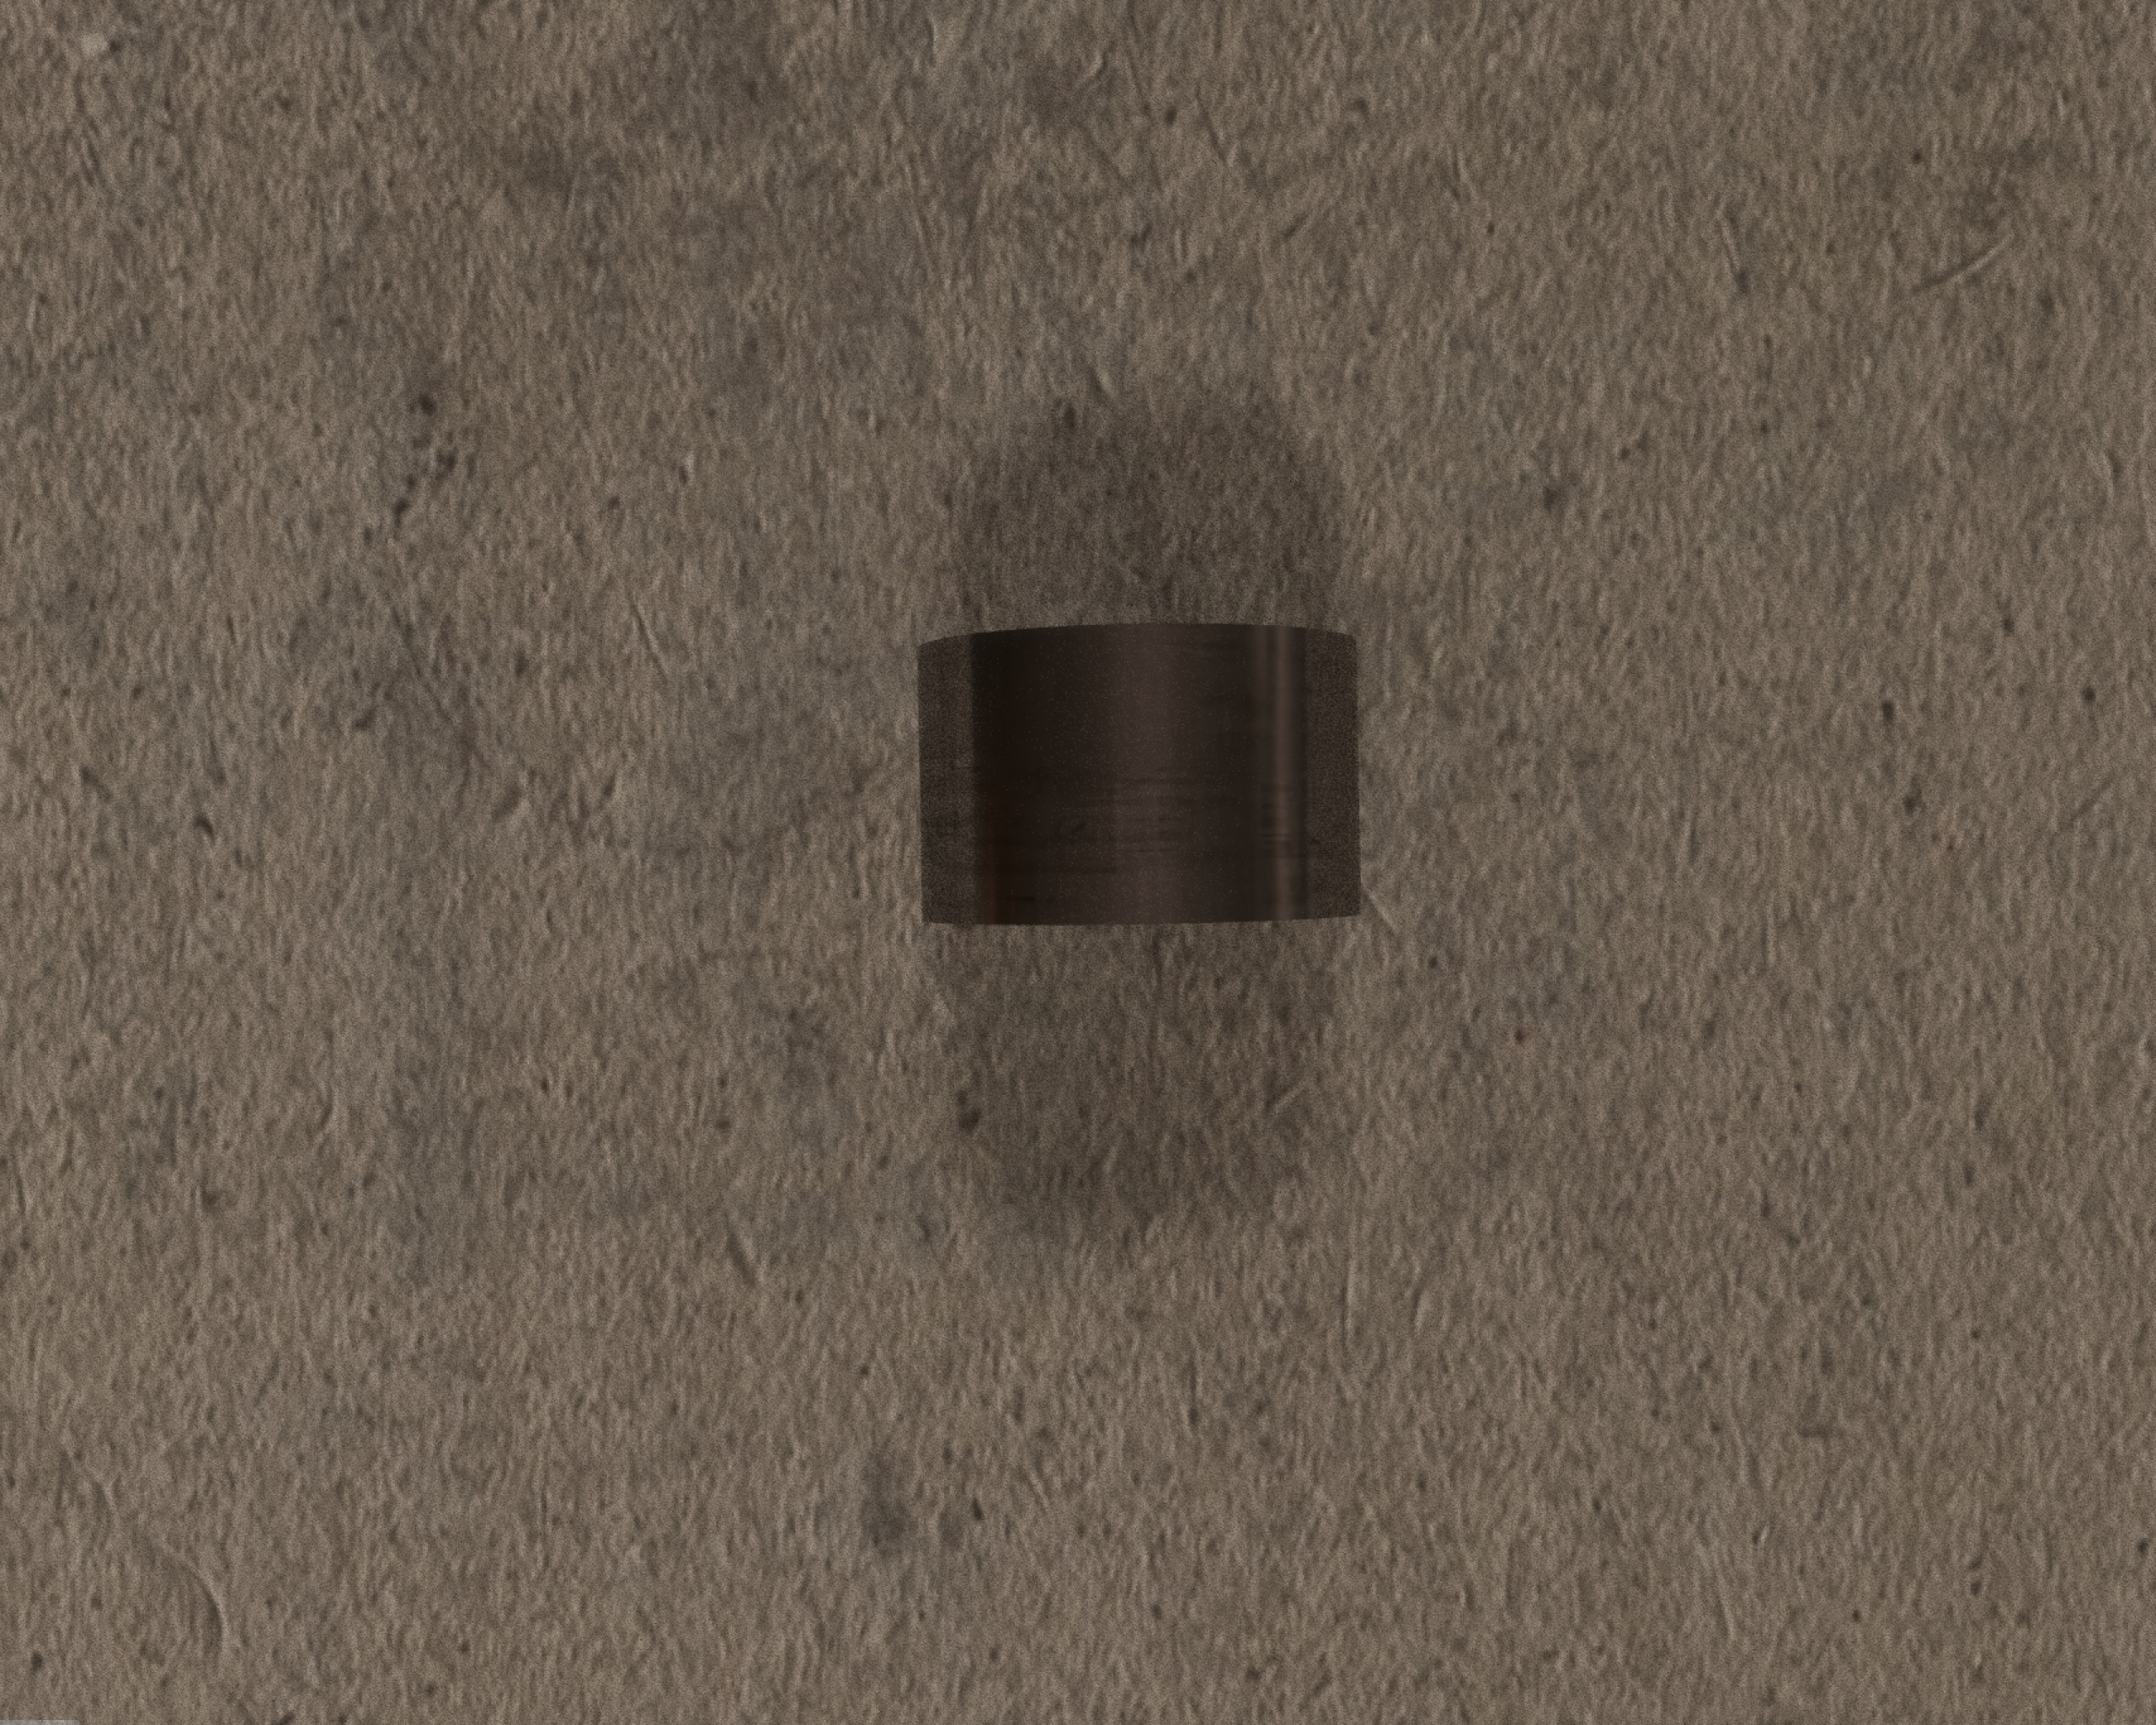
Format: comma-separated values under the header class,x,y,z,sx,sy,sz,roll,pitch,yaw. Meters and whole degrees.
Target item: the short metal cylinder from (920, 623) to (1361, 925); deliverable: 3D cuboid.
class,x,y,z,sx,sy,sz,roll,pitch,yaw
short metal cylinder,0.011,-0.015,0.384,0.081,0.080,0.050,-1,90,-1
